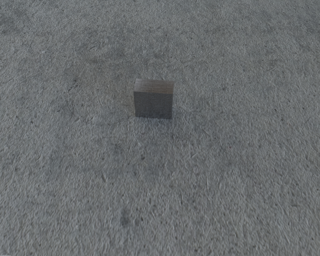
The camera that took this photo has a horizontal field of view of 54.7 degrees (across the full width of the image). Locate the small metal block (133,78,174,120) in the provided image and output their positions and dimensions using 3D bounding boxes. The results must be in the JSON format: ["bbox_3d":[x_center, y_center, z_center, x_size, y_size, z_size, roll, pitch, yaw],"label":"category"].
[{"bbox_3d":[-0.008,-0.039,0.420,0.050,0.050,0.025,4,50,3],"label":"small metal block"}]
